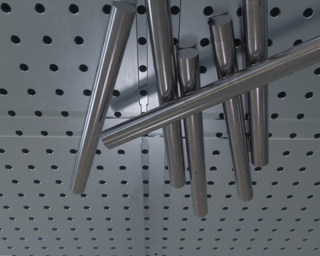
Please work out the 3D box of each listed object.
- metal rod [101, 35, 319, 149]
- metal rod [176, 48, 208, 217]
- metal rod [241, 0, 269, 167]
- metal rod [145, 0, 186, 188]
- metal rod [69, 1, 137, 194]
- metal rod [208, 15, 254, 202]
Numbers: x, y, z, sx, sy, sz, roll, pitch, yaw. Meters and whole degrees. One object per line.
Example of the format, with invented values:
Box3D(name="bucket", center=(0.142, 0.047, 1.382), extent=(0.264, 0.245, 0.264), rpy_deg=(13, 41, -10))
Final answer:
Box3D(name="metal rod", center=(0.065, -0.040, 0.343), extent=(0.300, 0.025, 0.025), rpy_deg=(-23, 127, 18))
Box3D(name="metal rod", center=(0.050, 0.030, 0.437), extent=(0.025, 0.025, 0.299), rpy_deg=(-6, 130, 5))
Box3D(name="metal rod", center=(0.112, -0.063, 0.358), extent=(0.025, 0.025, 0.299), rpy_deg=(-10, 130, 8))
Box3D(name="metal rod", center=(0.011, -0.029, 0.386), extent=(0.025, 0.025, 0.298), rpy_deg=(-5, 130, 4))
Box3D(name="metal rod", center=(-0.083, -0.013, 0.399), extent=(0.025, 0.025, 0.298), rpy_deg=(14, 129, -12))
Box3D(name="metal rod", center=(0.100, -0.001, 0.411), extent=(0.025, 0.025, 0.299), rpy_deg=(-12, 129, 10))
